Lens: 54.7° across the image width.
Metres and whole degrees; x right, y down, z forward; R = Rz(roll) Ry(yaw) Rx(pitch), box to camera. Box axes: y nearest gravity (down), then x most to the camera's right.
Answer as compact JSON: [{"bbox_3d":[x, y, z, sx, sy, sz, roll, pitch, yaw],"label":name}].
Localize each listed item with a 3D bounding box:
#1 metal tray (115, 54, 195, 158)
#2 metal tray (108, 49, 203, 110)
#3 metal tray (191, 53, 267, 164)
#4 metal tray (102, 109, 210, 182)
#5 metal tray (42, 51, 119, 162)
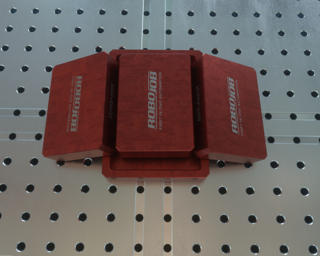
[{"bbox_3d":[-0.006,-0.030,0.388,0.091,0.030,0.130,0,70,-1],"label":"metal tray"},{"bbox_3d":[-0.006,-0.063,0.432,0.131,0.030,0.090,0,70,-1],"label":"metal tray"},{"bbox_3d":[0.087,-0.024,0.399,0.091,0.030,0.130,9,68,-26],"label":"metal tray"},{"bbox_3d":[-0.005,0.022,0.401,0.131,0.030,0.090,0,70,-1],"label":"metal tray"},{"bbox_3d":[-0.100,-0.027,0.399,0.090,0.030,0.130,-9,68,24],"label":"metal tray"}]
